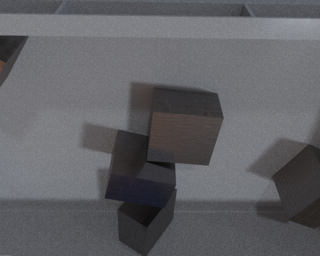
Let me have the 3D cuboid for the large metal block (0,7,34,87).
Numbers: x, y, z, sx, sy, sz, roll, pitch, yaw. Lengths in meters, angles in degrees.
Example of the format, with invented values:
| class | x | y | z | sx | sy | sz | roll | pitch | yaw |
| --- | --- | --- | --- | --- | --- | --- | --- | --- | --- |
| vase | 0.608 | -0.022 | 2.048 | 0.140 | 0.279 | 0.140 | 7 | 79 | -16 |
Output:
| class | x | y | z | sx | sy | sz | roll | pitch | yaw |
| --- | --- | --- | --- | --- | --- | --- | --- | --- | --- |
| large metal block | -0.179 | -0.070 | 0.311 | 0.050 | 0.080 | 0.080 | 31 | 124 | -23 |

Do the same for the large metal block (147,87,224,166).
| class | x | y | z | sx | sy | sz | roll | pitch | yaw |
| --- | --- | --- | --- | --- | --- | --- | --- | --- | --- |
| large metal block | 0.028 | -0.001 | 0.392 | 0.081 | 0.050 | 0.079 | 5 | 130 | -5 |

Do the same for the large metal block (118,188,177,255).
| class | x | y | z | sx | sy | sz | roll | pitch | yaw |
| --- | --- | --- | --- | --- | --- | --- | --- | --- | --- |
| large metal block | -0.019 | 0.134 | 0.477 | 0.050 | 0.080 | 0.079 | 24 | 133 | 22 |

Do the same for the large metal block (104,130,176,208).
| class | x | y | z | sx | sy | sz | roll | pitch | yaw |
| --- | --- | --- | --- | --- | --- | --- | --- | --- | --- |
| large metal block | -0.026 | 0.054 | 0.419 | 0.081 | 0.080 | 0.050 | 12 | 129 | -10 |

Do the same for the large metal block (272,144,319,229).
| class | x | y | z | sx | sy | sz | roll | pitch | yaw |
| --- | --- | --- | --- | --- | --- | --- | --- | --- | --- |
| large metal block | 0.219 | 0.084 | 0.447 | 0.050 | 0.080 | 0.080 | 22 | 127 | -17 |
